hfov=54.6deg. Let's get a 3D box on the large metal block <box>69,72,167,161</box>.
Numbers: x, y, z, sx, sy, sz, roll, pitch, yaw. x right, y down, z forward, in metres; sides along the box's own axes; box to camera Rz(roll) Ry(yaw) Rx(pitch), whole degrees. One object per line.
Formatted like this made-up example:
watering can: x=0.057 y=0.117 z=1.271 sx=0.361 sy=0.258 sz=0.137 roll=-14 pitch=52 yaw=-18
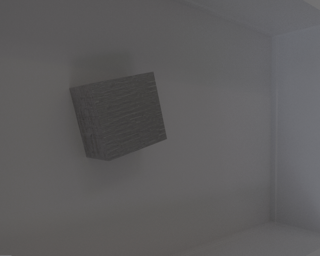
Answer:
large metal block: x=-0.045 y=-0.015 z=0.351 sx=0.081 sy=0.050 sz=0.080 roll=-19 pitch=102 yaw=-38
